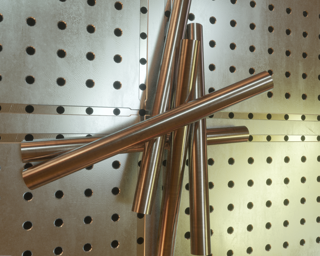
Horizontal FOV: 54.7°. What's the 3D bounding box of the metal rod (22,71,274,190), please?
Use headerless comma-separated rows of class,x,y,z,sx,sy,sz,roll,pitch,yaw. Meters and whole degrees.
metal rod,-0.009,0.001,0.360,0.302,0.025,0.025,-23,98,-5

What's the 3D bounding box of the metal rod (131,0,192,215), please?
metal rod,0.006,-0.044,0.396,0.025,0.025,0.299,15,78,-20

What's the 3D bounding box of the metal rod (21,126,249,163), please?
metal rod,-0.016,0.018,0.407,0.303,0.025,0.025,-4,92,-20

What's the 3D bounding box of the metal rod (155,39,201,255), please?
metal rod,0.021,0.041,0.397,0.025,0.025,0.298,4,98,-20

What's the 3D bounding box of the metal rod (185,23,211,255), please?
metal rod,0.048,0.006,0.405,0.025,0.025,0.298,3,79,-20
